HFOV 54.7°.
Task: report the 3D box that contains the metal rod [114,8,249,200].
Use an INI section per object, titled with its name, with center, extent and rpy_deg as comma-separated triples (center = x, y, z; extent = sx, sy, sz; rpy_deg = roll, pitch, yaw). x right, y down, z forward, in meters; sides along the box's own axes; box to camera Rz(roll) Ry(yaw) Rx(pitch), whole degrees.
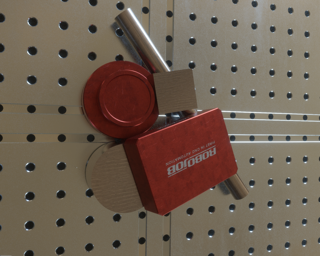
[metal rod]
center = 0.036, -0.024, 0.422
extent = 0.025, 0.025, 0.299
rpy_deg = -38, 102, -16

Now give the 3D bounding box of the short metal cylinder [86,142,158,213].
[short metal cylinder]
center = -0.047, 0.057, 0.378
extent = 0.081, 0.050, 0.079
rpy_deg = 0, 90, -20

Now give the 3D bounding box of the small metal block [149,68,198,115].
[small metal block]
center = 0.016, -0.046, 0.390
extent = 0.050, 0.025, 0.050
rpy_deg = -10, 96, -15

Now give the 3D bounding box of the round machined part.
[round machined part]
center = -0.044, -0.035, 0.382
extent = 0.099, 0.042, 0.097
rpy_deg = 0, 90, -19

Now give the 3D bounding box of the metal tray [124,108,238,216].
[metal tray]
center = 0.030, 0.036, 0.377
extent = 0.131, 0.030, 0.089
rpy_deg = -21, 98, -32
